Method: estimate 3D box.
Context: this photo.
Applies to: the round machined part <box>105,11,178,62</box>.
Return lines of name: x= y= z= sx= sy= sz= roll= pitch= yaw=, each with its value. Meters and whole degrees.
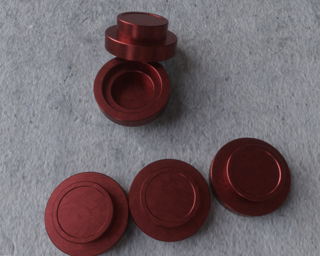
round machined part: x=-0.024 y=-0.128 z=0.420 sx=0.099 sy=0.042 sz=0.098 roll=5 pitch=34 yaw=-3

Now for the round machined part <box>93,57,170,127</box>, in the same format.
round machined part: x=-0.036 y=-0.047 z=0.416 sx=0.099 sy=0.042 sz=0.098 roll=0 pitch=70 yaw=-1

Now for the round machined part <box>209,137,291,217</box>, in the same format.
round machined part: x=0.112 y=0.057 z=0.380 sx=0.099 sy=0.042 sz=0.098 roll=0 pitch=70 yaw=-1

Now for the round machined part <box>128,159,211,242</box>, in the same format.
round machined part: x=0.011 y=0.084 z=0.369 sx=0.099 sy=0.042 sz=0.098 roll=0 pitch=70 yaw=-1

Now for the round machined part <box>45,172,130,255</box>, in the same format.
round machined part: x=-0.086 y=0.099 z=0.362 sx=0.099 sy=0.042 sz=0.098 roll=0 pitch=70 yaw=0
